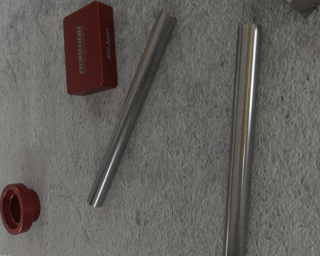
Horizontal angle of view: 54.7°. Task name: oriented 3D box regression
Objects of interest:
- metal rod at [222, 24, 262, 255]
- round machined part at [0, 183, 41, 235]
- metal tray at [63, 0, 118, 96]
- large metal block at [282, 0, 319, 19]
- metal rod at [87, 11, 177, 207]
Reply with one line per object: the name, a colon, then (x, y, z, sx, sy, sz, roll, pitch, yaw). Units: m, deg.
metal rod: (0.086, 0.043, 0.332, 0.025, 0.025, 0.298, 5, 93, 39)
round machined part: (-0.275, 0.158, 0.617, 0.098, 0.042, 0.097, 0, 90, 39)
metal tray: (-0.112, -0.122, 0.492, 0.090, 0.030, 0.129, -7, 85, 39)
large metal block: (0.128, -0.163, 0.282, 0.080, 0.050, 0.080, -50, 61, 28)
metal rod: (-0.046, -0.014, 0.440, 0.025, 0.025, 0.298, 36, 112, 34)
